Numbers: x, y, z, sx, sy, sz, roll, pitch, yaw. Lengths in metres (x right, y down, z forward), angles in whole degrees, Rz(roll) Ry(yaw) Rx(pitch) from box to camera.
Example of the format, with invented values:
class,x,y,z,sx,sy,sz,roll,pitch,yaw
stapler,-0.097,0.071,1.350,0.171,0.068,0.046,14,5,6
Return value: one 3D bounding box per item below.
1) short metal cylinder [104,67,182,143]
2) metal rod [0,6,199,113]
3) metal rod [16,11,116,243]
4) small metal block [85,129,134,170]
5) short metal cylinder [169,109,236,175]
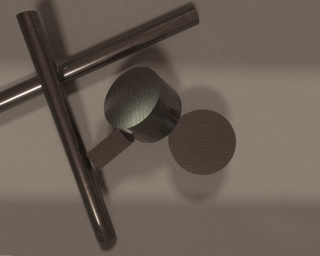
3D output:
class,x,y,z,sx,sy,sz,roll,pitch,yaw
short metal cylinder,-0.021,-0.027,0.379,0.080,0.050,0.080,-14,61,28
metal rod,-0.090,-0.088,0.410,0.301,0.025,0.025,-24,90,-1
metal rod,-0.116,0.004,0.392,0.025,0.025,0.298,-18,97,0
small metal block,-0.062,0.025,0.398,0.050,0.050,0.025,-39,90,0
short metal cylinder,0.052,0.017,0.400,0.081,0.050,0.079,0,90,-1
